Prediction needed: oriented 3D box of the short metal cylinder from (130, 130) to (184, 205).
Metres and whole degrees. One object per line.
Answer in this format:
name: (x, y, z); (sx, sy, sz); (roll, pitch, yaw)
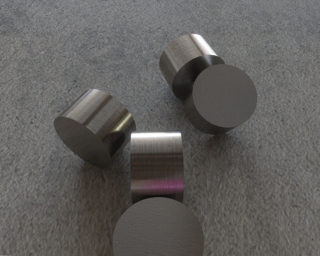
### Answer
short metal cylinder: (-0.004, 0.042, 0.332); (0.050, 0.080, 0.080); (-1, 50, -2)

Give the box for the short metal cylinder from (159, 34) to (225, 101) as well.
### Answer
short metal cylinder: (0.045, -0.084, 0.439); (0.081, 0.080, 0.050); (-16, 51, -13)

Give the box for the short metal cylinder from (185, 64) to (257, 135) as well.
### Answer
short metal cylinder: (0.076, -0.035, 0.396); (0.081, 0.050, 0.080); (1, 78, -7)

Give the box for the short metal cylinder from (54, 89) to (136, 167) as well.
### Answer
short metal cylinder: (-0.076, 0.001, 0.366); (0.080, 0.080, 0.050); (24, 54, 18)

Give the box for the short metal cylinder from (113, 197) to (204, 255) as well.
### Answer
short metal cylinder: (-0.001, 0.113, 0.292); (0.081, 0.050, 0.080); (0, 50, 0)
